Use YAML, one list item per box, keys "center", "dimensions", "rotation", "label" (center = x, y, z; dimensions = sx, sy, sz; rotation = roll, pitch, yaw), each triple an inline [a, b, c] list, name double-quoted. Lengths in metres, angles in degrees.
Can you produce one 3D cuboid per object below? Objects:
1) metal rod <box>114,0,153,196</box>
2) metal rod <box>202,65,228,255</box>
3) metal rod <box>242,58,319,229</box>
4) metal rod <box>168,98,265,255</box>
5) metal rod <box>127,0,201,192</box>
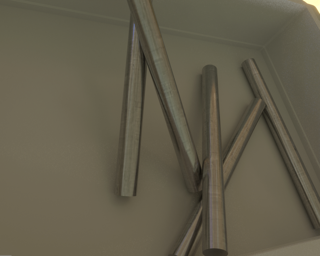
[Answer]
- center: [-0.027, -0.073, 0.362]
  dimensions: [0.025, 0.025, 0.298]
  rotation: [8, 82, -25]
  label: "metal rod"
- center: [0.068, 0.015, 0.408]
  dimensions: [0.025, 0.025, 0.300]
  rotation: [22, 45, -16]
  label: "metal rod"
- center: [0.199, 0.012, 0.508]
  dimensions: [0.025, 0.025, 0.299]
  rotation: [-2, 63, -29]
  label: "metal rod"
- center: [0.092, 0.051, 0.426]
  dimensions: [0.025, 0.025, 0.301]
  rotation: [40, 51, -2]
  label: "metal rod"
- center: [0.002, -0.063, 0.354]
  dimensions: [0.025, 0.025, 0.298]
  rotation: [-29, 108, -38]
  label: "metal rod"
